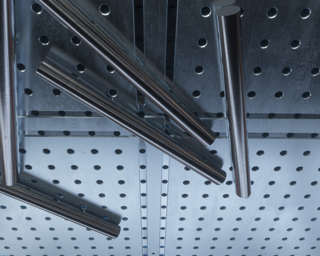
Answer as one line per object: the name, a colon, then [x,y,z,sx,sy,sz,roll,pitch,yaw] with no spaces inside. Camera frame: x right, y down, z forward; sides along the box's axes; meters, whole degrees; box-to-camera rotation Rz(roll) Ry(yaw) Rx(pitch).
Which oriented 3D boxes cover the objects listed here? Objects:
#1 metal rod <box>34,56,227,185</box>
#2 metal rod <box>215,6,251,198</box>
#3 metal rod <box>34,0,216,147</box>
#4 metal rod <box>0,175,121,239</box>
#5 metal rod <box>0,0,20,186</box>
metal rod: [-0.021,0.003,0.413,0.301,0.025,0.025,33,123,-26]
metal rod: [0.101,-0.008,0.406,0.025,0.025,0.299,-10,130,8]
metal rod: [-0.035,-0.068,0.353,0.025,0.025,0.301,-35,122,26]
metal rod: [-0.195,0.121,0.511,0.301,0.025,0.025,33,123,-25]
metal rod: [-0.187,-0.026,0.377,0.025,0.025,0.298,12,132,-11]
